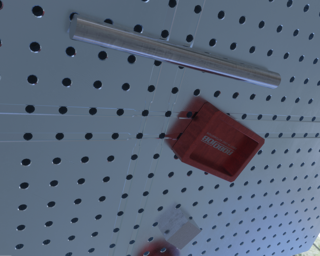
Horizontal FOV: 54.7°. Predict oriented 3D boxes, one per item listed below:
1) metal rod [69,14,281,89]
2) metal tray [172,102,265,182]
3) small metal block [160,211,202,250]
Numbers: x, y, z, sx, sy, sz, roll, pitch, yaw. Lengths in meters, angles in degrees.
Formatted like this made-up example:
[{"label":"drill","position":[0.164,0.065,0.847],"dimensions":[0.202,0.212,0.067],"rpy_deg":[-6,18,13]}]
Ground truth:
[{"label":"metal rod","position":[0.043,-0.085,0.383],"dimensions":[0.302,0.025,0.025],"rpy_deg":[6,115,-32]},{"label":"metal tray","position":[0.093,0.027,0.477],"dimensions":[0.131,0.030,0.090],"rpy_deg":[26,104,-38]},{"label":"small metal block","position":[0.037,0.181,0.546],"dimensions":[0.050,0.025,0.050],"rpy_deg":[-43,130,1]}]
